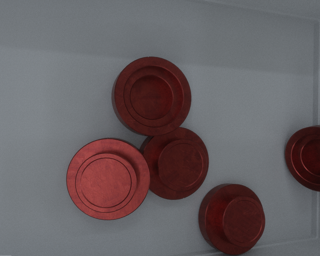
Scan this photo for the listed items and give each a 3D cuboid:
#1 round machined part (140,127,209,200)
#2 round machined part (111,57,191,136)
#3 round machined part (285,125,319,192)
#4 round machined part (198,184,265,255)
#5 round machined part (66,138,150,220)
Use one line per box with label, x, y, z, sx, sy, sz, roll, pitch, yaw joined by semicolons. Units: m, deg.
round machined part;0.022;0.047;0.411;0.099;0.042;0.097;0;90;-21
round machined part;-0.013;-0.038;0.396;0.099;0.042;0.097;1;87;-19
round machined part;0.245;0.043;0.467;0.042;0.098;0.097;-10;94;-36
round machined part;0.108;0.129;0.437;0.099;0.042;0.097;3;82;-20
round machined part;-0.061;0.061;0.365;0.099;0.042;0.097;0;91;-3
